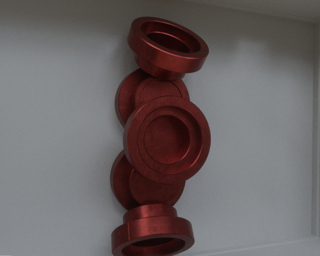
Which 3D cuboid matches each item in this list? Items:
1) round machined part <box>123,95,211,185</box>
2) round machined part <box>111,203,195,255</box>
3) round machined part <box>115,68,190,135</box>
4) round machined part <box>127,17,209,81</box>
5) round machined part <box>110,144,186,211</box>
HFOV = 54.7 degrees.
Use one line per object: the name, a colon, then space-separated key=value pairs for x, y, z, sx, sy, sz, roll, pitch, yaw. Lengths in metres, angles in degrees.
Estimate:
round machined part: x=0.005 y=0.013 z=0.357 sx=0.099 sy=0.042 sz=0.097 roll=0 pitch=90 yaw=-21
round machined part: x=-0.010 y=0.126 z=0.378 sx=0.099 sy=0.097 sz=0.042 roll=7 pitch=50 yaw=-20
round machined part: x=-0.005 y=-0.032 z=0.398 sx=0.099 sy=0.042 sz=0.097 roll=0 pitch=90 yaw=-21
round machined part: x=0.007 y=-0.095 z=0.384 sx=0.099 sy=0.098 sz=0.042 roll=8 pitch=130 yaw=-20
round machined part: x=-0.011 y=0.065 z=0.396 sx=0.099 sy=0.042 sz=0.097 roll=0 pitch=90 yaw=-21
